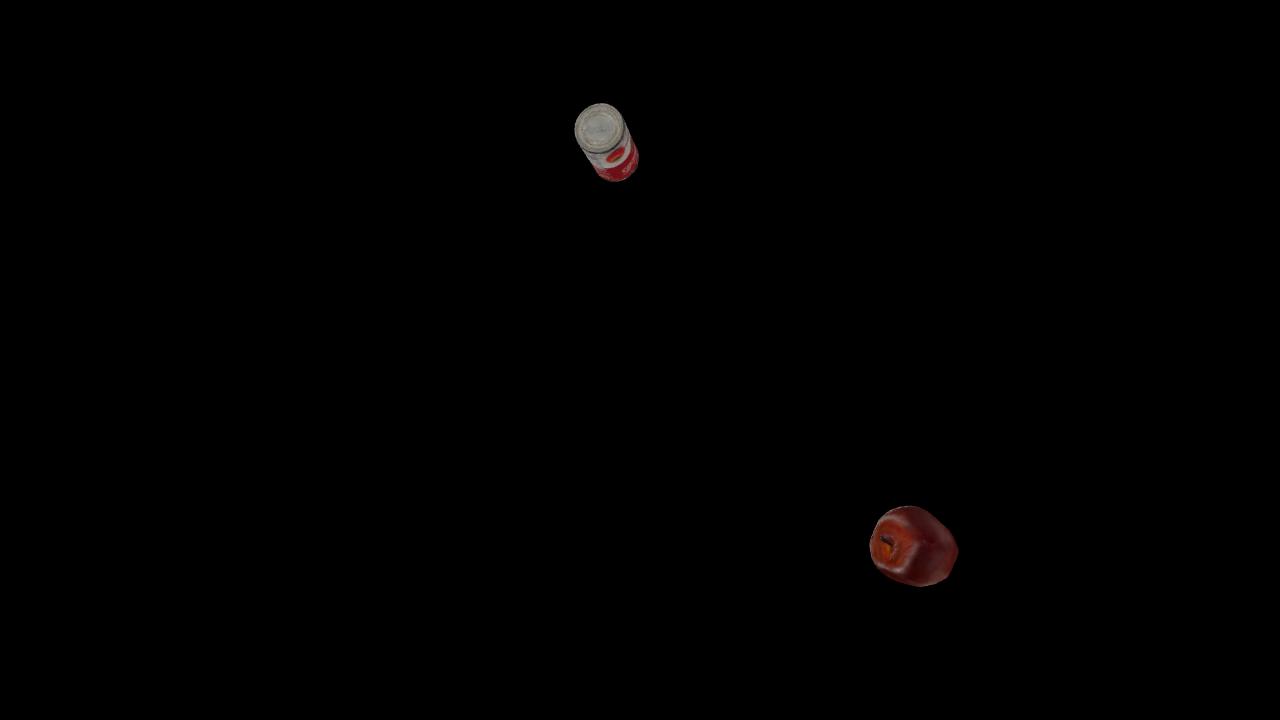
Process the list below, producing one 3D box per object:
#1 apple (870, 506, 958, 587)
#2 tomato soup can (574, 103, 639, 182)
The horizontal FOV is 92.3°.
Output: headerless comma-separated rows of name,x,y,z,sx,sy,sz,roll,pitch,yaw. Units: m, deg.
apple,0.280,0.190,0.630,0.093,0.079,0.079,17,-8,-26
tomato soup can,-0.043,-0.289,0.823,0.068,0.068,0.101,0,-5,11
